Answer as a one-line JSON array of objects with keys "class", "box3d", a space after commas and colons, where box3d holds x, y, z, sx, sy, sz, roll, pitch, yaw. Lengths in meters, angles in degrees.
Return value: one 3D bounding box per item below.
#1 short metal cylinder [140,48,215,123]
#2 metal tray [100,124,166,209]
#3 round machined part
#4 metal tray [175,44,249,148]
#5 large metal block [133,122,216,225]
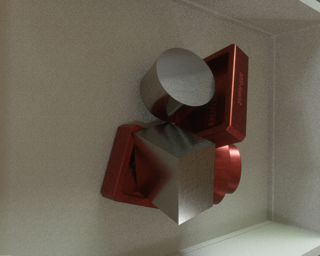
[{"class": "short metal cylinder", "box3d": [0.021, -0.053, 0.389, 0.081, 0.050, 0.080, 12, 63, -23]}, {"class": "metal tray", "box3d": [-0.004, 0.056, 0.399, 0.131, 0.030, 0.090, 22, 76, -38]}, {"class": "round machined part", "box3d": [0.077, 0.054, 0.419, 0.042, 0.098, 0.097, 5, 86, -10]}, {"class": "metal tray", "box3d": [0.065, -0.036, 0.399, 0.030, 0.090, 0.130, 32, 54, -33]}, {"class": "large metal block", "box3d": [0.015, 0.047, 0.353, 0.050, 0.080, 0.079, -18, 117, -33]}]
